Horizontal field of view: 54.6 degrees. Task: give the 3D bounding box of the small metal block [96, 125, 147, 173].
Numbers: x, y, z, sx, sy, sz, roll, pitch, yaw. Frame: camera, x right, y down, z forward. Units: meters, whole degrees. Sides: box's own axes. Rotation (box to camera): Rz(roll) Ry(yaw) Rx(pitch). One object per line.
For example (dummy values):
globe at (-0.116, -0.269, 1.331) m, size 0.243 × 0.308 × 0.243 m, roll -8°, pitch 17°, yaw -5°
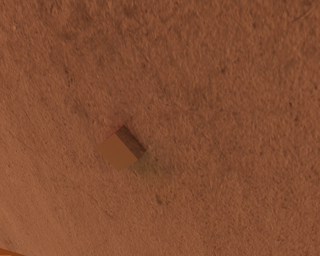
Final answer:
small metal block at (-0.057, 0.031, 0.457) m, size 0.050 × 0.025 × 0.050 m, roll -34°, pitch 99°, yaw 38°
